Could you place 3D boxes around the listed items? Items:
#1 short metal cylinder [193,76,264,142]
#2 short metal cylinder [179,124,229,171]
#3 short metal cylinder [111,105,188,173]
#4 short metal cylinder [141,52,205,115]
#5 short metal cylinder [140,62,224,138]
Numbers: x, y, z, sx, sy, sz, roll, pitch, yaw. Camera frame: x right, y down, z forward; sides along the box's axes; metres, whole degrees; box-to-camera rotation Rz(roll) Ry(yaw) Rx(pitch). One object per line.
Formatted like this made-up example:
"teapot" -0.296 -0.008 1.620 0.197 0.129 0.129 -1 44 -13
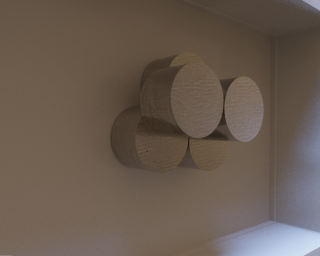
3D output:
"short metal cylinder" 0.088 -0.023 0.395 0.081 0.050 0.080 0 90 -40
"short metal cylinder" 0.051 0.017 0.431 0.081 0.050 0.080 0 90 -40
"short metal cylinder" -0.012 0.012 0.378 0.081 0.050 0.080 0 90 -40
"short metal cylinder" 0.023 -0.055 0.407 0.081 0.050 0.080 0 90 -40
"short metal cylinder" 0.025 -0.029 0.344 0.081 0.050 0.080 0 90 -40
